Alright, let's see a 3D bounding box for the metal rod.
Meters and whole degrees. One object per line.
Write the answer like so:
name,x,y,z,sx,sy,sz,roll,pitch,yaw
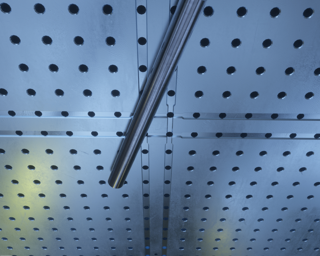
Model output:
metal rod,-0.017,-0.023,0.391,0.025,0.025,0.298,16,128,-13
